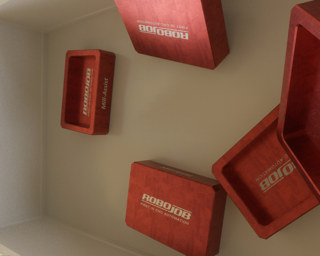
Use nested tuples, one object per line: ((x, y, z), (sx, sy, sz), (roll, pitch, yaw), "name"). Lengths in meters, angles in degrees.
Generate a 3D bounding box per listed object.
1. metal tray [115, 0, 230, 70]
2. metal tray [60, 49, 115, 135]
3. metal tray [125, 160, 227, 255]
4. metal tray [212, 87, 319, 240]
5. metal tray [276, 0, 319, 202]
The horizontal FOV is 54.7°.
((0.011, -0.122, 0.358), (0.130, 0.090, 0.030), (22, 59, 37), "metal tray")
((-0.119, -0.059, 0.501), (0.090, 0.030, 0.129), (10, 96, 39), "metal tray")
((0.015, 0.098, 0.391), (0.130, 0.030, 0.089), (11, 97, 39), "metal tray")
((0.123, 0.035, 0.301), (0.129, 0.030, 0.090), (-49, 61, 29), "metal tray")
((0.120, -0.011, 0.214), (0.030, 0.129, 0.090), (-14, 43, 0), "metal tray")
